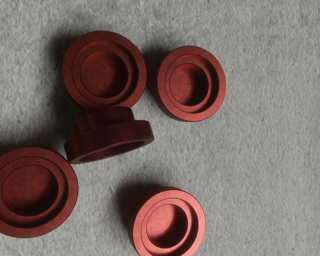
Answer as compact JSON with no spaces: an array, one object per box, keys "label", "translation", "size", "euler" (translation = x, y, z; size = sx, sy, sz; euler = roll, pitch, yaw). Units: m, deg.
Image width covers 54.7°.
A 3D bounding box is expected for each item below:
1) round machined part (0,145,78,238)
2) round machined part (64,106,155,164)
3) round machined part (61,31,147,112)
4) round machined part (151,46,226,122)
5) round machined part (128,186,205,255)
[{"label":"round machined part","translation":[-0.144,0.068,0.347],"size":[0.099,0.042,0.097],"euler":[0,90,-20]},{"label":"round machined part","translation":[-0.059,0.007,0.351],"size":[0.099,0.098,0.042],"euler":[-14,80,-20]},{"label":"round machined part","translation":[-0.069,-0.063,0.375],"size":[0.099,0.042,0.097],"euler":[0,90,-21]},{"label":"round machined part","translation":[0.035,-0.057,0.414],"size":[0.099,0.042,0.097],"euler":[0,90,-21]},{"label":"round machined part","translation":[0.006,0.125,0.403],"size":[0.099,0.042,0.097],"euler":[0,90,-21]}]
